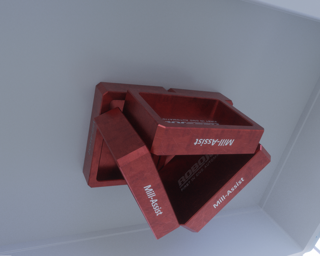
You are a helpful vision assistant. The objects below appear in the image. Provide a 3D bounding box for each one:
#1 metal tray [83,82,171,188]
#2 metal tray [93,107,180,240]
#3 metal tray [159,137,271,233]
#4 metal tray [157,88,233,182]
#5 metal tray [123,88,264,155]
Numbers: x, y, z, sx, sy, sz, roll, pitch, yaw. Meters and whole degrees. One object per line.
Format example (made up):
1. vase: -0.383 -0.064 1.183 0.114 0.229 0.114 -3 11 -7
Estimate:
1. metal tray: -0.041 0.011 0.389 0.091 0.030 0.129 1 117 -28
2. metal tray: -0.025 0.051 0.343 0.030 0.090 0.129 -28 128 -10
3. metal tray: 0.060 0.053 0.390 0.130 0.090 0.030 -46 129 4
4. metal tray: 0.040 0.013 0.433 0.091 0.030 0.129 1 117 -29
5. metal tray: 0.035 -0.008 0.339 0.131 0.090 0.030 2 118 -29
